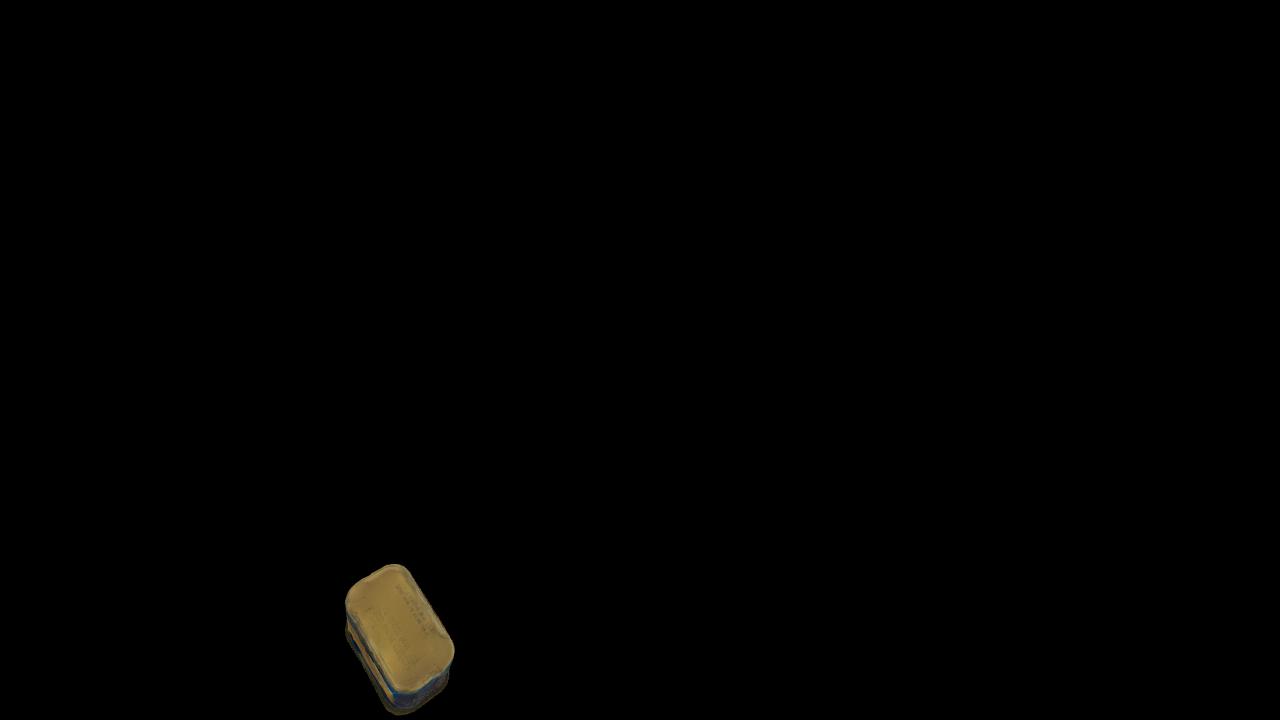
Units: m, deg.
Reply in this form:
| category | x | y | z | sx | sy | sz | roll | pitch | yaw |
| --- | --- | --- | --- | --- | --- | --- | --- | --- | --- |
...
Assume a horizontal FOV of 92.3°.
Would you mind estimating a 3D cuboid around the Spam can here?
| category | x | y | z | sx | sy | sz | roll | pitch | yaw |
| --- | --- | --- | --- | --- | --- | --- | --- | --- | --- |
| Spam can | -0.198 | 0.228 | 0.504 | 0.058 | 0.101 | 0.085 | -28 | -22 | -36 |
